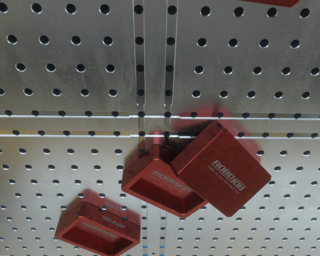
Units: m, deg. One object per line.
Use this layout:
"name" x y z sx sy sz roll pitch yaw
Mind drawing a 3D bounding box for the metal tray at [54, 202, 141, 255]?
"metal tray" -0.112 0.192 0.570 0.130 0.030 0.090 34 122 -26

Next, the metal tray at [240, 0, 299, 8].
"metal tray" 0.081 -0.170 0.243 0.090 0.030 0.129 15 132 15

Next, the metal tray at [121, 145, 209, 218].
"metal tray" 0.018 0.088 0.483 0.131 0.030 0.090 31 123 -24

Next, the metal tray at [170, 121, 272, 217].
"metal tray" 0.089 0.062 0.442 0.090 0.030 0.130 -45 120 5
